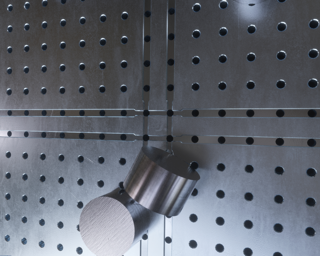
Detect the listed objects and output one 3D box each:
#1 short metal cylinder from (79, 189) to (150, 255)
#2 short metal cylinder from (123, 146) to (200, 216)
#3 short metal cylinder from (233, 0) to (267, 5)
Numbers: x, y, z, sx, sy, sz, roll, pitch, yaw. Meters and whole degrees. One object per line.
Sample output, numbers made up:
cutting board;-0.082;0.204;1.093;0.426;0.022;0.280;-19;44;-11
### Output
short metal cylinder;-0.061;0.128;0.421;0.080;0.050;0.080;0;90;20
short metal cylinder;0.002;0.063;0.383;0.080;0.080;0.050;31;100;17
short metal cylinder;0.107;-0.193;0.361;0.080;0.050;0.080;0;90;20
